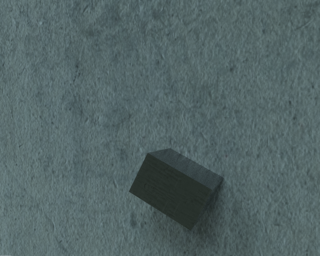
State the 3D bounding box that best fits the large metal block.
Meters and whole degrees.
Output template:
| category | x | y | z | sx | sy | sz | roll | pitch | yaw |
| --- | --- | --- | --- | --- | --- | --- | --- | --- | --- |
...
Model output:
| category | x | y | z | sx | sy | sz | roll | pitch | yaw |
| --- | --- | --- | --- | --- | --- | --- | --- | --- | --- |
| large metal block | 0.023 | 0.067 | 0.371 | 0.080 | 0.080 | 0.050 | 28 | 99 | 17 |
